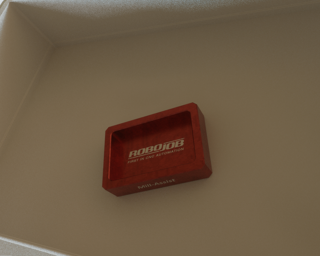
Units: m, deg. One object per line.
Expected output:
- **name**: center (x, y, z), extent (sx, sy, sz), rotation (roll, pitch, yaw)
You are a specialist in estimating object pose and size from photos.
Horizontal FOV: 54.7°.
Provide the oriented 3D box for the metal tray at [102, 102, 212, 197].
- **metal tray**: center (-0.007, 0.028, 0.387), extent (0.130, 0.030, 0.090), rotation (-15, 55, 19)
